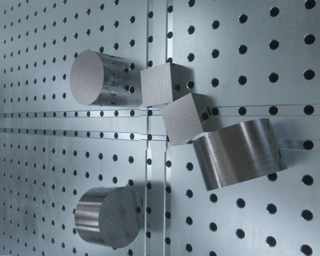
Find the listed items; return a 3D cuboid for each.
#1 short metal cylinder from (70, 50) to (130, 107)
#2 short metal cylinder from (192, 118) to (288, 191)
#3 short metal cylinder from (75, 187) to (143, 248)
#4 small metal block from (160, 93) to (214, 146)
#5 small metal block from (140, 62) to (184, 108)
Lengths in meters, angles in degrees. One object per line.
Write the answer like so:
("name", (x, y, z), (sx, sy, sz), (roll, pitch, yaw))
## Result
("short metal cylinder", (-0.092, -0.073, 0.469), (0.080, 0.050, 0.079), (0, 90, 40))
("short metal cylinder", (0.078, 0.028, 0.309), (0.080, 0.081, 0.050), (-25, 74, 37))
("short metal cylinder", (-0.070, 0.122, 0.431), (0.050, 0.081, 0.080), (-9, 84, 40))
("small metal block", (0.033, -0.010, 0.382), (0.050, 0.025, 0.050), (-26, 74, 37))
("small metal block", (0.003, -0.054, 0.407), (0.050, 0.025, 0.050), (-7, 85, 39))
